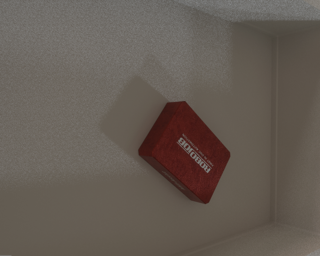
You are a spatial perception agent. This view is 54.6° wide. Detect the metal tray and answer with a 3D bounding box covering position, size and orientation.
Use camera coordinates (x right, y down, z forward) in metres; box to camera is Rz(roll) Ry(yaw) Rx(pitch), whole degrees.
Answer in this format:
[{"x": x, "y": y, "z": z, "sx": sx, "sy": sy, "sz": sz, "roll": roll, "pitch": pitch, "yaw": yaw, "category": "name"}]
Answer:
[{"x": 0.040, "y": 0.036, "z": 0.436, "sx": 0.130, "sy": 0.030, "sz": 0.090, "roll": 45, "pitch": 63, "yaw": -31, "category": "metal tray"}]
